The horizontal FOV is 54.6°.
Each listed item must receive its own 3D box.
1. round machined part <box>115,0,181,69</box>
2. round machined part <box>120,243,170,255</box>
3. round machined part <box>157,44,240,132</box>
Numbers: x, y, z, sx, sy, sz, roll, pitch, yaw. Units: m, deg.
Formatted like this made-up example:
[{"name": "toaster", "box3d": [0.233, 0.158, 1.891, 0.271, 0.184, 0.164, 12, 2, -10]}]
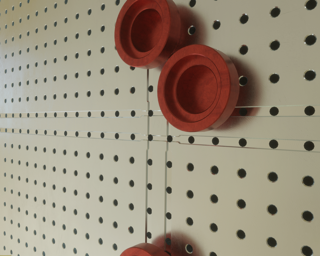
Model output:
[{"name": "round machined part", "box3d": [-0.012, -0.126, 0.409, 0.098, 0.042, 0.097, 0, 90, 40]}, {"name": "round machined part", "box3d": [-0.011, 0.201, 0.408, 0.098, 0.042, 0.097, 0, 90, 40]}, {"name": "round machined part", "box3d": [0.047, -0.044, 0.360, 0.098, 0.042, 0.097, 0, 90, 40]}]
